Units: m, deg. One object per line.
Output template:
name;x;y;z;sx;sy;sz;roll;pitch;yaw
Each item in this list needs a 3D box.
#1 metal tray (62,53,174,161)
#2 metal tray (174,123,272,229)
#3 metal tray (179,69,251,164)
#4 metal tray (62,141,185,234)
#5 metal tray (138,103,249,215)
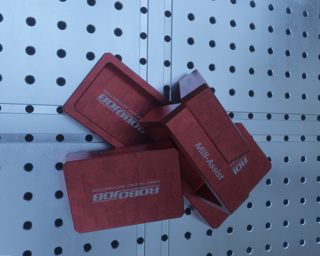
metal tray;-0.044;-0.020;0.394;0.130;0.030;0.090;38;78;-17
metal tray;0.089;0.065;0.443;0.130;0.030;0.090;-43;104;-15
metal tray;0.062;-0.021;0.381;0.030;0.130;0.090;-34;103;12
metal tray;-0.040;0.069;0.370;0.131;0.030;0.089;-7;104;-6
metal tray;0.035;0.034;0.360;0.030;0.090;0.130;-40;103;-16
